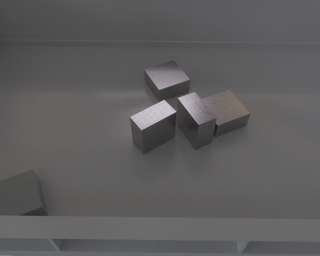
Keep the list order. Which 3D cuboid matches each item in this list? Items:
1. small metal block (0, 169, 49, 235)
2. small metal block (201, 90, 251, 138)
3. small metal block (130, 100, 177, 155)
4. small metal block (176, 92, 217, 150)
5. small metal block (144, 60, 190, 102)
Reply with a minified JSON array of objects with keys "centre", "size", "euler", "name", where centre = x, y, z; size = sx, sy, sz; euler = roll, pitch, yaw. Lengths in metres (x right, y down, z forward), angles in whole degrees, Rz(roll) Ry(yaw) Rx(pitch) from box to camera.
[{"centre":[-0.155,0.080,0.337],"size":[0.050,0.025,0.050],"euler":[-19,53,-15],"name":"small metal block"},{"centre":[0.085,-0.020,0.423],"size":[0.050,0.025,0.050],"euler":[-20,53,-16],"name":"small metal block"},{"centre":[-0.008,0.000,0.389],"size":[0.050,0.050,0.025],"euler":[-29,56,-22],"name":"small metal block"},{"centre":[0.045,-0.009,0.396],"size":[0.025,0.050,0.050],"euler":[-21,53,-17],"name":"small metal block"},{"centre":[0.010,-0.071,0.465],"size":[0.050,0.025,0.050],"euler":[-21,53,-17],"name":"small metal block"}]
